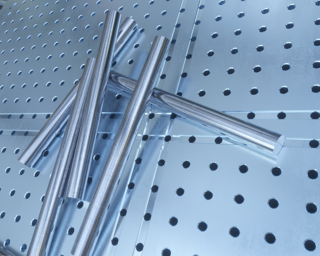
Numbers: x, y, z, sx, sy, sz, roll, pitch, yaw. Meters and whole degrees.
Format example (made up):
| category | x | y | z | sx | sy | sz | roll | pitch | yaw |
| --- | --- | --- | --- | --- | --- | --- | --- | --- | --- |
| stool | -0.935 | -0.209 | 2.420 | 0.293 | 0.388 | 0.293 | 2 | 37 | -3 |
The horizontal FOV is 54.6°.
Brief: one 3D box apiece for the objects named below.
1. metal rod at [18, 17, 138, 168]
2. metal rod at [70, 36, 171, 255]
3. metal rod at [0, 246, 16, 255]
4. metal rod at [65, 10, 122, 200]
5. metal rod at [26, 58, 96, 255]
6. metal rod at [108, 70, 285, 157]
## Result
| category | x | y | z | sx | sy | sz | roll | pitch | yaw |
| --- | --- | --- | --- | --- | --- | --- | --- | --- | --- |
| metal rod | -0.131 | -0.066 | 0.518 | 0.025 | 0.025 | 0.300 | 24 | 75 | 36 |
| metal rod | -0.045 | 0.014 | 0.402 | 0.025 | 0.025 | 0.299 | 11 | 74 | 33 |
| metal rod | -0.135 | 0.189 | 0.364 | 0.300 | 0.025 | 0.025 | 10 | 67 | 32 |
| metal rod | -0.095 | -0.046 | 0.462 | 0.025 | 0.025 | 0.299 | -2 | 68 | 27 |
| metal rod | -0.131 | 0.030 | 0.446 | 0.025 | 0.025 | 0.299 | -2 | 65 | 27 |
| metal rod | 0.018 | -0.033 | 0.419 | 0.300 | 0.025 | 0.025 | 26 | 76 | 37 |
